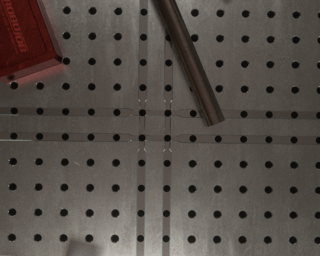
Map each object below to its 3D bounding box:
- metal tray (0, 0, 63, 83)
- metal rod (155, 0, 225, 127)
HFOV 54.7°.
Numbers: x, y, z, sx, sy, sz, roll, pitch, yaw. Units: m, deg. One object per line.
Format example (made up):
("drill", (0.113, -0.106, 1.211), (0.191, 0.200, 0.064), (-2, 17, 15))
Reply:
("metal tray", (-0.196, -0.136, 0.408), (0.090, 0.030, 0.129), (-20, 90, -1))
("metal rod", (0.018, -0.144, 0.413), (0.025, 0.025, 0.299), (-23, 90, 0))
